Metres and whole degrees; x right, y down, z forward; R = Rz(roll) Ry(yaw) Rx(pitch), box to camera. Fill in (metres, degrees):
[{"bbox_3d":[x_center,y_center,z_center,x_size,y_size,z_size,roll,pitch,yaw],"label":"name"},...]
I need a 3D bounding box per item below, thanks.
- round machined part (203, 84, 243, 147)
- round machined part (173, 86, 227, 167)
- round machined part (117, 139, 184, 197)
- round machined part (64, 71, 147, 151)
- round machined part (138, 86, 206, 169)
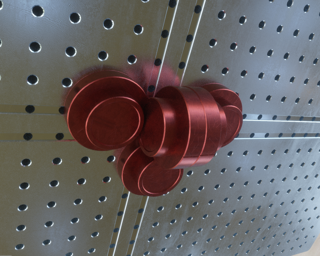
[{"bbox_3d":[0.077,-0.010,0.437,0.099,0.042,0.097,-14,125,-21],"label":"round machined part"},{"bbox_3d":[0.045,-0.002,0.382,0.042,0.098,0.097,-1,119,-29],"label":"round machined part"},{"bbox_3d":[-0.006,0.057,0.433,0.099,0.042,0.097,-14,125,-21],"label":"round machined part"},{"bbox_3d":[-0.058,-0.014,0.361,0.099,0.042,0.097,-14,125,-21],"label":"round machined part"},{"bbox_3d":[0.006,-0.001,0.360,0.042,0.098,0.097,1,118,-30],"label":"round machined part"}]
